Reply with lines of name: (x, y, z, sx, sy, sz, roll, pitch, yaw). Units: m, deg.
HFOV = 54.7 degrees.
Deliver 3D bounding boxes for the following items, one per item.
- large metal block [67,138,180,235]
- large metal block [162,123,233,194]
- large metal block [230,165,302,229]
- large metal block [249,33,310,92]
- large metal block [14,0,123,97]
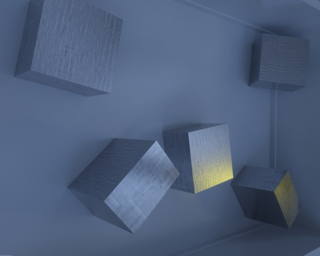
large metal block: (-0.040, 0.057, 0.337, 0.080, 0.080, 0.050, -49, 119, -29)
large metal block: (0.054, 0.039, 0.436, 0.081, 0.050, 0.079, -12, 98, -39)
large metal block: (0.178, 0.113, 0.520, 0.050, 0.080, 0.080, -42, 116, -32)
large metal block: (0.205, -0.111, 0.536, 0.081, 0.050, 0.080, 7, 85, -3)
large metal block: (-0.091, -0.082, 0.314, 0.081, 0.050, 0.080, 13, 82, -39)
